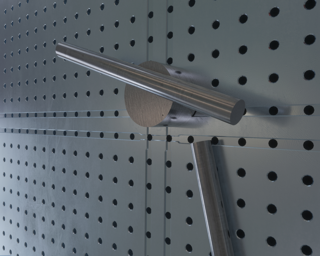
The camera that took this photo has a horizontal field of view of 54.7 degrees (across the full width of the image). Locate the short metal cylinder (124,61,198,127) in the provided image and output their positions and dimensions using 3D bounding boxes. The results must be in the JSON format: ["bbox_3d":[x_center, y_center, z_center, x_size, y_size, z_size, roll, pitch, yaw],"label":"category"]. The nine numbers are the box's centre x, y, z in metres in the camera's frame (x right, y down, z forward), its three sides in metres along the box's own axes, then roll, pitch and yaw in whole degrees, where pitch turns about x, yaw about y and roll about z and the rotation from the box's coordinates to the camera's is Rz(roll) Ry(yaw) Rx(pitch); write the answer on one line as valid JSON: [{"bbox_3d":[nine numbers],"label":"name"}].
[{"bbox_3d":[0.001,-0.041,0.392,0.080,0.050,0.080,0,90,40],"label":"short metal cylinder"}]

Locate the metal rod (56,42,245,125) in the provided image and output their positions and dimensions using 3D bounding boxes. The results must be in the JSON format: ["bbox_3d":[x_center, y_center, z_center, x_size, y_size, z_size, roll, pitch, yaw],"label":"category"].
[{"bbox_3d":[-0.037,-0.066,0.374,0.300,0.025,0.025,25,106,37],"label":"metal rod"}]

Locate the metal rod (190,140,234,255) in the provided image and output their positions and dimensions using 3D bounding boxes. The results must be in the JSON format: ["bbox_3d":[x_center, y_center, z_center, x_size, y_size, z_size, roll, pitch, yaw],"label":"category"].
[{"bbox_3d":[0.075,0.162,0.347,0.025,0.025,0.298,-17,79,39],"label":"metal rod"}]
